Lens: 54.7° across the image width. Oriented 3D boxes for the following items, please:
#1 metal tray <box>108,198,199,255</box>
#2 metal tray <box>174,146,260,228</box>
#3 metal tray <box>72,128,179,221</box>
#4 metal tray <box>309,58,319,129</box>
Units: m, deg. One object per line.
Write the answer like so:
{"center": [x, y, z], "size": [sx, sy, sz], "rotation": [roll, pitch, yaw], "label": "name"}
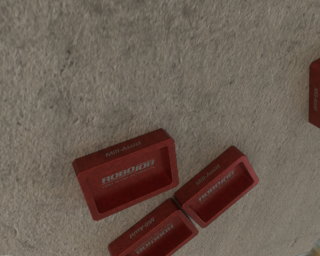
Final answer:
{"center": [-0.008, 0.186, 0.515], "size": [0.130, 0.030, 0.090], "rotation": [-37, 130, -4], "label": "metal tray"}
{"center": [0.098, 0.101, 0.522], "size": [0.130, 0.030, 0.090], "rotation": [-40, 130, -2], "label": "metal tray"}
{"center": [-0.041, 0.063, 0.421], "size": [0.131, 0.030, 0.089], "rotation": [-20, 126, -17], "label": "metal tray"}
{"center": [0.301, -0.069, 0.528], "size": [0.090, 0.030, 0.129], "rotation": [-29, 129, -10], "label": "metal tray"}
